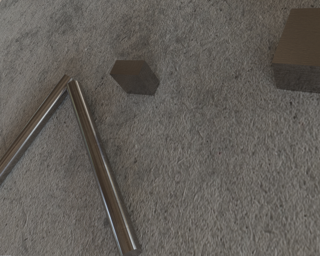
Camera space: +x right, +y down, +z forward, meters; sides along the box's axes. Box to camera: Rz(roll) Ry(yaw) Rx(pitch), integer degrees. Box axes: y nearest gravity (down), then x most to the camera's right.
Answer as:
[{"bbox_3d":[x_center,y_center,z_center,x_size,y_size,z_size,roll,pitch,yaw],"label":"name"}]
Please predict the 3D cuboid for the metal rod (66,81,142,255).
[{"bbox_3d":[-0.087,0.034,0.427,0.025,0.025,0.300,-33,52,6],"label":"metal rod"}]

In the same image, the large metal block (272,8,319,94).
[{"bbox_3d":[0.180,-0.086,0.346,0.080,0.050,0.080,13,68,33],"label":"large metal block"}]

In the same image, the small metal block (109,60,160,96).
[{"bbox_3d":[-0.036,-0.073,0.450,0.050,0.050,0.025,8,66,31],"label":"small metal block"}]

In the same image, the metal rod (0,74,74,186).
[{"bbox_3d":[-0.233,0.038,0.499,0.025,0.025,0.300,22,73,36],"label":"metal rod"}]
